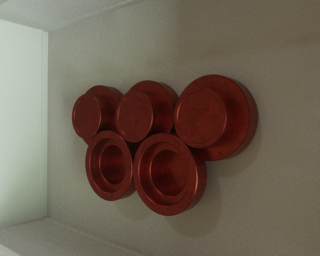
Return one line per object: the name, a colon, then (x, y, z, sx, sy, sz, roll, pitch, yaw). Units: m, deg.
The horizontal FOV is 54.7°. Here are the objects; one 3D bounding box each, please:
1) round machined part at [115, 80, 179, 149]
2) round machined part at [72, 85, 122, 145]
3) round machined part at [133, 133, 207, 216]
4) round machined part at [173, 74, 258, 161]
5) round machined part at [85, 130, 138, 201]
round machined part: (-0.021, -0.015, 0.411, 0.098, 0.042, 0.097, -1, 89, 40)
round machined part: (-0.097, -0.017, 0.472, 0.098, 0.042, 0.097, -1, 88, 39)
round machined part: (0.016, 0.054, 0.380, 0.098, 0.042, 0.097, 0, 90, 40)
round machined part: (0.054, -0.011, 0.348, 0.098, 0.042, 0.097, -1, 89, 40)
round machined part: (-0.060, 0.052, 0.443, 0.098, 0.042, 0.097, 0, 90, 40)
